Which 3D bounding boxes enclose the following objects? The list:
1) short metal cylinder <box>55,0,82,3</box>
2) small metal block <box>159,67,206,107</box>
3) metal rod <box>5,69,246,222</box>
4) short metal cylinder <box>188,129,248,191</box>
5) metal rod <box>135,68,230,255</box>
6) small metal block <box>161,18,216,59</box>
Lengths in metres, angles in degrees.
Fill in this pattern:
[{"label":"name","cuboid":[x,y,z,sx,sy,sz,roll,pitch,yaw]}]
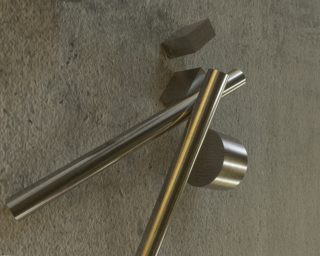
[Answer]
[{"label":"short metal cylinder","cuboid":[-0.100,-0.161,0.285,0.050,0.080,0.079,-9,96,-40]},{"label":"small metal block","cuboid":[0.034,-0.051,0.417,0.025,0.050,0.050,42,65,-32]},{"label":"metal rod","cuboid":[-0.018,0.006,0.347,0.302,0.025,0.025,-31,110,-22]},{"label":"short metal cylinder","cuboid":[0.073,0.045,0.430,0.050,0.080,0.080,18,79,-39]},{"label":"metal rod","cuboid":[0.013,0.077,0.360,0.025,0.025,0.298,17,96,-39]},{"label":"small metal block","cuboid":[0.039,-0.121,0.421,0.050,0.050,0.025,-45,117,-31]}]
